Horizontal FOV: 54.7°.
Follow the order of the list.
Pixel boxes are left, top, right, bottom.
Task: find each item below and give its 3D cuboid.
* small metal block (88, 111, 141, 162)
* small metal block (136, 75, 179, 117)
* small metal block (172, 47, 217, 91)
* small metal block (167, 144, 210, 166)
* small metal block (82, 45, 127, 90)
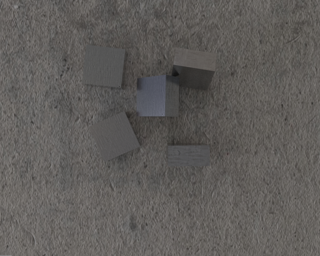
[{"bbox_3d":[-0.058,0.011,0.409,0.050,0.025,0.050,-24,90,0],"label":"small metal block"},{"bbox_3d":[-0.003,-0.039,0.396,0.050,0.025,0.050,2,90,43],"label":"small metal block"},{"bbox_3d":[0.041,-0.074,0.395,0.050,0.050,0.025,9,69,0],"label":"small metal block"},{"bbox_3d":[0.035,0.033,0.398,0.050,0.050,0.025,0,90,0],"label":"small metal block"},{"bbox_3d":[-0.072,-0.079,0.409,0.050,0.025,0.050,6,90,0],"label":"small metal block"}]
